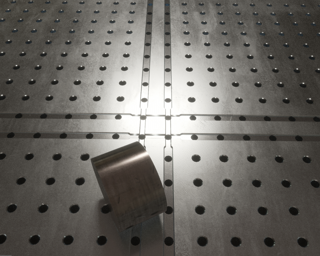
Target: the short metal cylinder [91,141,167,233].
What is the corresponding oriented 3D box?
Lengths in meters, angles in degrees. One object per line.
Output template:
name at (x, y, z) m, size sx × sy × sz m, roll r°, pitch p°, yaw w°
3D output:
short metal cylinder at (-0.033, 0.060, 0.321) m, size 0.050 × 0.080 × 0.080 m, roll -21°, pitch 53°, yaw -17°
